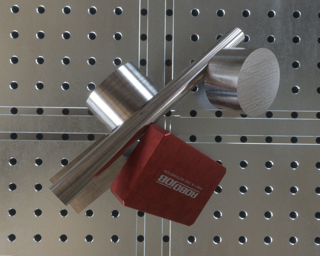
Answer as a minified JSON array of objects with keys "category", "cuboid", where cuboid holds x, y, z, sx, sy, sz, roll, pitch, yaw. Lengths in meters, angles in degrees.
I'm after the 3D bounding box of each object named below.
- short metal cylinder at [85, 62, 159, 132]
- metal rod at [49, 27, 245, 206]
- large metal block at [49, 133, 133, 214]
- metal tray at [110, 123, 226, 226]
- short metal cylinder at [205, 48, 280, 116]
[{"category":"short metal cylinder","cuboid":[-0.045,-0.036,0.385,0.080,0.080,0.050,-43,91,0]},{"category":"metal rod","cuboid":[0.001,-0.028,0.360,0.025,0.025,0.301,47,68,0]},{"category":"large metal block","cuboid":[-0.076,0.051,0.384,0.080,0.080,0.050,-39,90,0]},{"category":"metal tray","cuboid":[0.016,0.061,0.371,0.130,0.030,0.090,32,90,-42]},{"category":"short metal cylinder","cuboid":[0.102,-0.058,0.382,0.081,0.050,0.079,-11,109,-35]}]
